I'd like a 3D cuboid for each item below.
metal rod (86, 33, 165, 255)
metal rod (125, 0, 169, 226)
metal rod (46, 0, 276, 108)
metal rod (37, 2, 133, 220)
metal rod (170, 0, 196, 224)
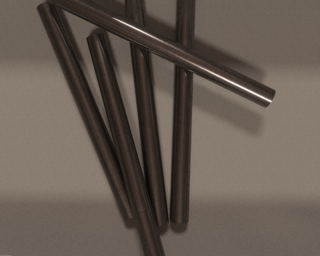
[{"bbox_3d":[-0.045,0.023,0.398,0.025,0.025,0.298,-16,85,0],"label":"metal rod"},{"bbox_3d":[-0.017,-0.022,0.411,0.025,0.025,0.298,-7,90,0],"label":"metal rod"},{"bbox_3d":[0.002,-0.102,0.385,0.301,0.025,0.025,26,90,-1],"label":"metal rod"},{"bbox_3d":[-0.093,-0.022,0.410,0.025,0.025,0.299,-22,90,0],"label":"metal rod"},{"bbox_3d":[0.030,-0.026,0.411,0.025,0.025,0.298,2,90,-1],"label":"metal rod"}]
